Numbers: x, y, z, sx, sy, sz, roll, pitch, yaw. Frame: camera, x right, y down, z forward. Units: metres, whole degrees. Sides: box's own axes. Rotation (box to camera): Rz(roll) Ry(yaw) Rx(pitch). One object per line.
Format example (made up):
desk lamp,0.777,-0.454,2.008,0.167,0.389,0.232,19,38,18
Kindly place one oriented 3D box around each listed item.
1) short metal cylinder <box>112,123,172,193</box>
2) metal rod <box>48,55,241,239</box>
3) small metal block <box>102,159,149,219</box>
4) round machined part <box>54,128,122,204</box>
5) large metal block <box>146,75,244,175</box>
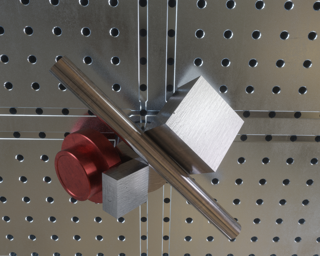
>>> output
short metal cylinder,-0.024,0.039,0.410,0.081,0.050,0.079,0,110,0
metal rod,-0.006,0.033,0.368,0.025,0.025,0.300,-42,105,14
small metal block,-0.040,0.070,0.366,0.025,0.050,0.050,19,116,36
round machined part,-0.095,0.052,0.391,0.098,0.042,0.097,18,120,34
large metal block,0.042,-0.002,0.373,0.080,0.050,0.080,44,61,-15
